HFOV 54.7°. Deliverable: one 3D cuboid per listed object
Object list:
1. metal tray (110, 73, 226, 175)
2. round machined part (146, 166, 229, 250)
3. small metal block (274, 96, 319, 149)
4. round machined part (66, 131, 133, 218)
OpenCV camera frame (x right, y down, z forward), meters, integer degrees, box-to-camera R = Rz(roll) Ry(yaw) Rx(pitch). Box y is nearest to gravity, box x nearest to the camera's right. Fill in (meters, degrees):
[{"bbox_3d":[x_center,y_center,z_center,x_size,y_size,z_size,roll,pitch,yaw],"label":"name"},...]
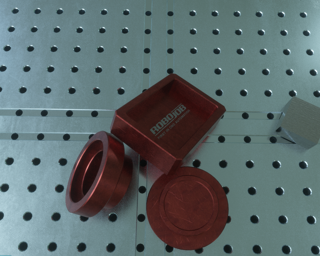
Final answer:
[{"bbox_3d":[0.015,-0.012,0.380,0.090,0.030,0.131,36,43,12],"label":"metal tray"},{"bbox_3d":[0.033,0.093,0.369,0.099,0.042,0.098,0,70,0],"label":"round machined part"},{"bbox_3d":[0.190,-0.007,0.415,0.050,0.025,0.050,27,72,9],"label":"small metal block"},{"bbox_3d":[-0.068,0.056,0.362,0.042,0.098,0.098,27,68,-28],"label":"round machined part"}]
